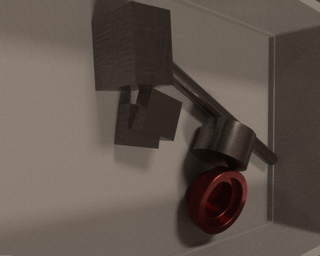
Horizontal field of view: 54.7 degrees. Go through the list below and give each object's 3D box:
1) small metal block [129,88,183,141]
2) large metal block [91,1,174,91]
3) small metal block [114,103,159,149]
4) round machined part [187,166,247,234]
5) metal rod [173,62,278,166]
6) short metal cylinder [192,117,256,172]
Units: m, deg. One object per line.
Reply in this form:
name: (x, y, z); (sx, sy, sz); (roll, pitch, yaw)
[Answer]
small metal block: (-0.004, -0.015, 0.373); (0.050, 0.025, 0.050); (22, 76, -38)
large metal block: (-0.032, -0.084, 0.345); (0.050, 0.080, 0.079); (-5, 94, -40)
small metal block: (-0.026, -0.001, 0.386); (0.050, 0.025, 0.050); (9, 84, -40)
round machined part: (0.079, 0.101, 0.455); (0.099, 0.042, 0.097); (-12, 111, -33)
metal rod: (0.110, -0.010, 0.501); (0.301, 0.025, 0.025); (35, 69, -35)
short metal cylinder: (0.094, 0.025, 0.452); (0.080, 0.080, 0.050); (35, 68, -35)
